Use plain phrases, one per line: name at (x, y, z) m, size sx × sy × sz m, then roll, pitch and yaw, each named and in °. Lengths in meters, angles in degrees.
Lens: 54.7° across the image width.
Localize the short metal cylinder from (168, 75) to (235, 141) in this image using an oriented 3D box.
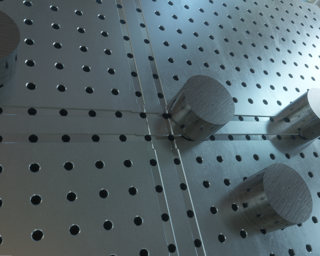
short metal cylinder at (0.058, -0.028, 0.440) m, size 0.081 × 0.050 × 0.080 m, roll 14°, pitch 56°, yaw -21°

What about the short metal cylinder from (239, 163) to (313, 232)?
short metal cylinder at (0.155, 0.094, 0.418) m, size 0.081 × 0.050 × 0.080 m, roll 14°, pitch 56°, yaw -21°

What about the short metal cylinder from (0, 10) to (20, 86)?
short metal cylinder at (-0.199, -0.089, 0.339) m, size 0.081 × 0.050 × 0.080 m, roll 14°, pitch 56°, yaw -21°

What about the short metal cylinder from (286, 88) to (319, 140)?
short metal cylinder at (0.277, -0.025, 0.556) m, size 0.081 × 0.050 × 0.080 m, roll 13°, pitch 56°, yaw -21°
